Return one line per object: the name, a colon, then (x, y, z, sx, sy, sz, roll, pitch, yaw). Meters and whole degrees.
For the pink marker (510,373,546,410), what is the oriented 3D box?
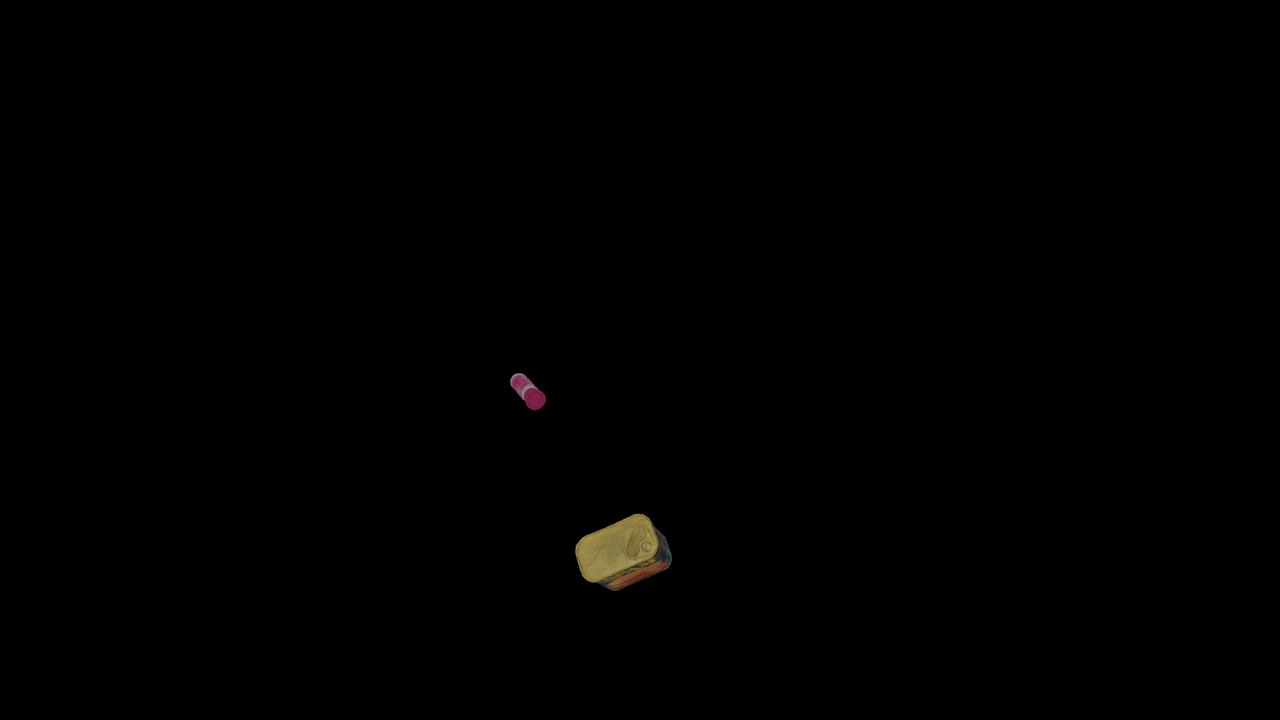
pink marker: (-0.113, 0.030, 0.614, 0.020, 0.020, 0.121, 0, 7, -19)

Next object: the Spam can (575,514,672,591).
Spam can: (-0.017, 0.243, 0.768, 0.101, 0.058, 0.085, -24, -32, 3)
